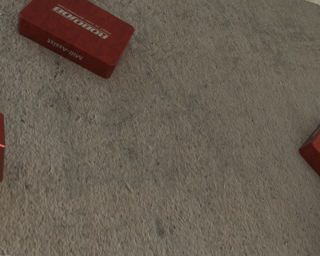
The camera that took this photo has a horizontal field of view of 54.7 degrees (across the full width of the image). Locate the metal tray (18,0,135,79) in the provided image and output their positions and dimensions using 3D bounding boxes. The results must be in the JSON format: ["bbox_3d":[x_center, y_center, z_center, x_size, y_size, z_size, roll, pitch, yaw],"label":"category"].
[{"bbox_3d":[-0.109,-0.134,0.423,0.131,0.030,0.090,27,52,-11],"label":"metal tray"}]

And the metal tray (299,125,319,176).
[{"bbox_3d":[0.308,0.039,0.542,0.131,0.030,0.090,-33,80,-38],"label":"metal tray"}]

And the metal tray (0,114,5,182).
[{"bbox_3d":[-0.196,0.022,0.242,0.131,0.090,0.030,-1,63,-29],"label":"metal tray"}]
